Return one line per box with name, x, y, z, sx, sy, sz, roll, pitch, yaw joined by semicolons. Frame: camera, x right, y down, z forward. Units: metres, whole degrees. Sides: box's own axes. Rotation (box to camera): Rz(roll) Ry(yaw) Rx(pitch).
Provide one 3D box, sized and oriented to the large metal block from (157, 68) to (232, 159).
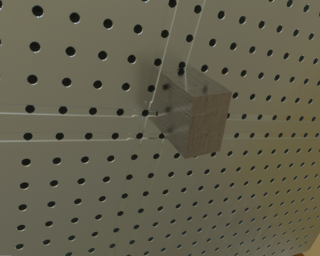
large metal block;0.038;-0.021;0.385;0.050;0.080;0.079;-10;123;-24
